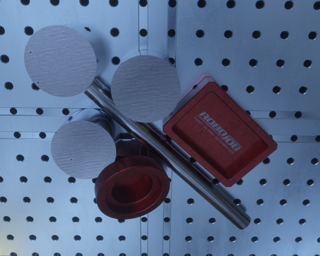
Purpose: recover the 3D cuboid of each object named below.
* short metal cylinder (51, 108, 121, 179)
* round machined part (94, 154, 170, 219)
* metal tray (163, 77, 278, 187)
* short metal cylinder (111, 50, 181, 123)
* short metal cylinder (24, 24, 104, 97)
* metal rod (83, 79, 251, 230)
[{"bbox_3d":[-0.094,0.020,0.406,0.081,0.050,0.079,0,110,0],"label":"short metal cylinder"},{"bbox_3d":[-0.039,0.075,0.420,0.099,0.042,0.097,-11,127,-15],"label":"round machined part"},{"bbox_3d":[0.078,0.008,0.413,0.130,0.030,0.090,42,105,-14],"label":"metal tray"},{"bbox_3d":[-0.016,-0.052,0.380,0.081,0.050,0.079,0,110,0],"label":"short metal cylinder"},{"bbox_3d":[-0.111,-0.082,0.369,0.081,0.050,0.079,0,110,0],"label":"short metal cylinder"},{"bbox_3d":[0.019,0.044,0.430,0.300,0.025,0.025,42,105,-14],"label":"metal rod"}]
